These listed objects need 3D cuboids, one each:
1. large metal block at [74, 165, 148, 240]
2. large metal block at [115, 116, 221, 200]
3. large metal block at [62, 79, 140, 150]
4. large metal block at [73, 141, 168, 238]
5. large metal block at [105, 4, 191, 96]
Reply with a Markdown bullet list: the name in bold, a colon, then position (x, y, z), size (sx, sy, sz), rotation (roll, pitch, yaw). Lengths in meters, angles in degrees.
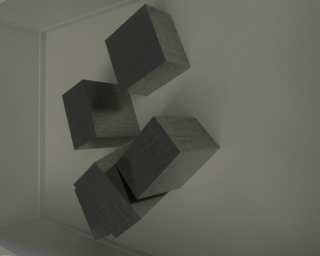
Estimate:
- **large metal block**: position (-0.068, 0.101, 0.444), size (0.080, 0.050, 0.080), rotation (-44, 64, 31)
- **large metal block**: position (0.010, 0.033, 0.361), size (0.080, 0.081, 0.050), rotation (-51, 61, 27)
- **large metal block**: position (-0.081, -0.017, 0.435), size (0.050, 0.081, 0.080), rotation (-27, 74, 37)
- **large metal block**: position (-0.043, 0.072, 0.383), size (0.080, 0.080, 0.050), rotation (50, 121, 6)
- **large metal block**: position (-0.018, -0.097, 0.403), size (0.080, 0.050, 0.080), rotation (-29, 72, 36)
